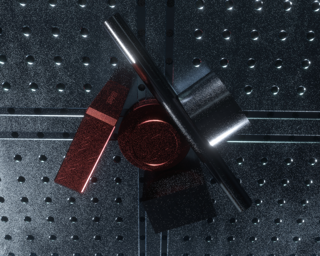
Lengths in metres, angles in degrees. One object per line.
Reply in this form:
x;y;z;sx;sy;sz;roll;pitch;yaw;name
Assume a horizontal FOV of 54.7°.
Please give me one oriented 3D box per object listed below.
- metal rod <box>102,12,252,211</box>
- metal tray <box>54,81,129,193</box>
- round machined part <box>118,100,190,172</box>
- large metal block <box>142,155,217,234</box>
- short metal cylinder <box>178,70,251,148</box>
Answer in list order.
0.031;-0.008;0.388;0.025;0.025;0.299;-34;107;11;metal rod
-0.074;0.003;0.358;0.030;0.130;0.089;26;108;-9;metal tray
-0.007;0.015;0.409;0.099;0.042;0.097;0;110;-1;round machined part
0.024;0.086;0.416;0.080;0.080;0.050;-18;109;6;large metal block
0.065;-0.023;0.375;0.050;0.080;0.080;-35;107;12;short metal cylinder
